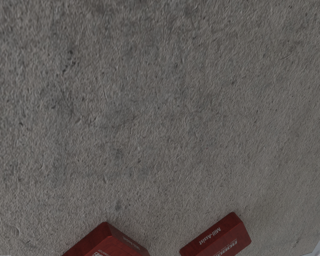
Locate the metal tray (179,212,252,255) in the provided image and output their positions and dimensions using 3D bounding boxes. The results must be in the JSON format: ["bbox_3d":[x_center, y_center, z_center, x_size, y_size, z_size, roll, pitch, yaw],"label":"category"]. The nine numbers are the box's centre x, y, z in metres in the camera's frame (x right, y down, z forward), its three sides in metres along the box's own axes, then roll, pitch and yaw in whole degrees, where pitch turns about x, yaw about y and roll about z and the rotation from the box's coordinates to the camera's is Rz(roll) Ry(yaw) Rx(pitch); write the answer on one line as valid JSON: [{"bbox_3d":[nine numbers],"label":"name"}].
[{"bbox_3d":[0.112,0.233,0.609,0.130,0.030,0.090,-34,129,-6],"label":"metal tray"}]

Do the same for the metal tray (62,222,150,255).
[{"bbox_3d":[-0.080,0.212,0.490,0.090,0.030,0.130,-40,130,-2],"label":"metal tray"}]
